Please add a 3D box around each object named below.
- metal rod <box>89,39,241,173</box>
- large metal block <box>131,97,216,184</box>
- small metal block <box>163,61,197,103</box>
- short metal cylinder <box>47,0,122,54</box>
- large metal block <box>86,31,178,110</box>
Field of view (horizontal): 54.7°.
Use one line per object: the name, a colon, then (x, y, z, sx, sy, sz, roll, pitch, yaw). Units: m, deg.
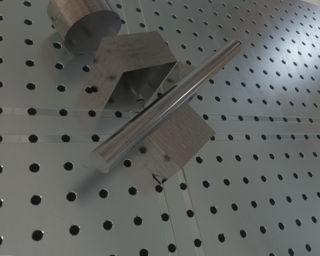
metal rod: (0.029, -0.047, 0.387, 0.025, 0.025, 0.302, 45, 51, 3)
large metal block: (0.009, 0.009, 0.392, 0.080, 0.050, 0.080, 47, 51, 4)
small metal block: (0.027, -0.058, 0.442, 0.025, 0.050, 0.050, 13, 56, -21)
short metal cylinder: (-0.098, -0.143, 0.407, 0.081, 0.080, 0.050, -22, 74, -36)
large metal block: (-0.038, -0.074, 0.397, 0.081, 0.080, 0.050, -20, 73, -36)
